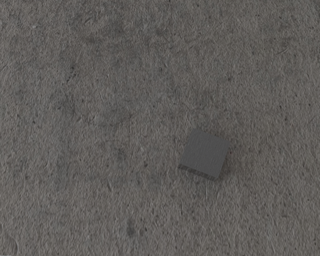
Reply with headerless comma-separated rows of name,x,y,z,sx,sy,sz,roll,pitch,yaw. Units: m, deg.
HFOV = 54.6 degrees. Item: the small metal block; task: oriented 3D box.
small metal block,0.056,0.034,0.396,0.050,0.025,0.050,21,71,7
